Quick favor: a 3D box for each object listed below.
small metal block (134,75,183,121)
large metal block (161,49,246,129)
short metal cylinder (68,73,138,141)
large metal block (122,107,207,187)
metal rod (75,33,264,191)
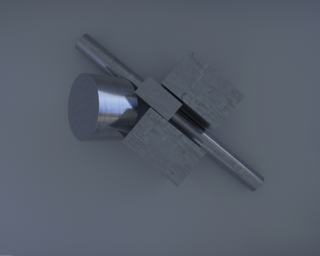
[{"bbox_3d":[-0.002,-0.034,0.374,0.050,0.050,0.025,41,90,-1],"label":"small metal block"},{"bbox_3d":[0.048,-0.044,0.384,0.080,0.080,0.050,40,90,-1],"label":"large metal block"},{"bbox_3d":[-0.071,-0.024,0.376,0.050,0.080,0.079,1,90,-40],"label":"short metal cylinder"},{"bbox_3d":[0.004,0.021,0.383,0.080,0.080,0.050,39,90,-1],"label":"large metal block"},{"bbox_3d":[0.013,-0.020,0.411,0.300,0.025,0.025,39,90,-1],"label":"metal rod"}]
